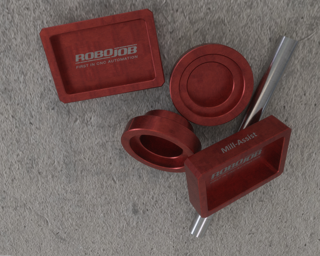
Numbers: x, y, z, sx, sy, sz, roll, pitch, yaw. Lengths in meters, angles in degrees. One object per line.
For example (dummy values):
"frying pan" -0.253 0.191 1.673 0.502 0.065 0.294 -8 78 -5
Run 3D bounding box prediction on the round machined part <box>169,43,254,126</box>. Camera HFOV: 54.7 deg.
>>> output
"round machined part" 0.060 -0.055 0.381 0.099 0.042 0.097 0 110 -1

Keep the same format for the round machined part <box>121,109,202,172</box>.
"round machined part" 0.004 0.013 0.388 0.098 0.042 0.098 15 148 10

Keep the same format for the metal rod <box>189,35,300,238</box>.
"metal rod" 0.105 0.025 0.419 0.025 0.025 0.298 18 109 -7

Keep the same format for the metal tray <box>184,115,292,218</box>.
"metal tray" 0.097 0.048 0.384 0.131 0.030 0.090 -25 135 -15

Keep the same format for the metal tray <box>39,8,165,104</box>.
"metal tray" -0.065 -0.086 0.374 0.131 0.030 0.089 -10 110 3
